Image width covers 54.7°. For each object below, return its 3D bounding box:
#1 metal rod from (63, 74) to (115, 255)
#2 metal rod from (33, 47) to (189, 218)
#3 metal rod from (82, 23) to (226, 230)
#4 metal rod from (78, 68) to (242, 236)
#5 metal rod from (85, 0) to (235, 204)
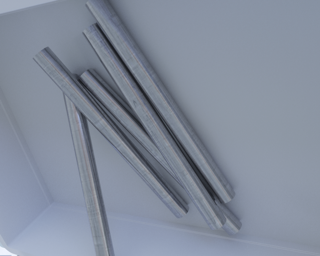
[{"bbox_3d":[-0.097,0.073,0.429,0.025,0.025,0.298,-13,88,33],"label":"metal rod"},{"bbox_3d":[-0.059,0.016,0.431,0.025,0.025,0.300,-28,109,37],"label":"metal rod"},{"bbox_3d":[-0.003,0.003,0.396,0.025,0.025,0.299,-28,98,37],"label":"metal rod"},{"bbox_3d":[0.003,0.035,0.428,0.300,0.025,0.025,46,129,-5],"label":"metal rod"},{"bbox_3d":[0.007,-0.027,0.387,0.025,0.025,0.299,-26,105,37],"label":"metal rod"}]
